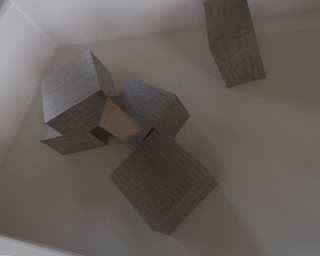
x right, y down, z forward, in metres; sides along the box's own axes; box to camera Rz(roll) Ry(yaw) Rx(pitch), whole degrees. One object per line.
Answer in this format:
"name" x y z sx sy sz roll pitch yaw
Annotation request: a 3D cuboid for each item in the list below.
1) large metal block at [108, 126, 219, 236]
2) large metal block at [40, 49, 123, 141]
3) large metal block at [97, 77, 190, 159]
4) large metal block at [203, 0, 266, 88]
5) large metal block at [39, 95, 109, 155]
"large metal block" 0.004 0.058 0.347 0.080 0.050 0.080 -45 57 -4
"large metal block" -0.104 -0.043 0.407 0.080 0.050 0.080 -30 52 9
"large metal block" -0.022 -0.011 0.408 0.080 0.050 0.080 26 76 37
"large metal block" 0.094 -0.110 0.389 0.050 0.080 0.080 -14 56 21
"large metal block" -0.122 -0.012 0.461 0.080 0.050 0.080 -12 57 21
